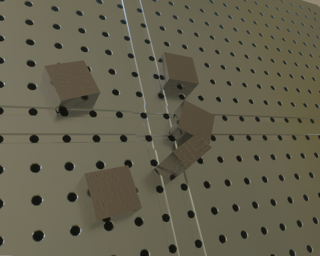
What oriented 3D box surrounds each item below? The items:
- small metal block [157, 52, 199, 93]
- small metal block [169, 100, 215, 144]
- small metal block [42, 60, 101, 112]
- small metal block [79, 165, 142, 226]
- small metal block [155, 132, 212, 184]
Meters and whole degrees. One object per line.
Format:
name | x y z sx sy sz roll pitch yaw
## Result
small metal block | 0.027 -0.084 0.474 0.050 0.025 0.050 4 60 -26
small metal block | 0.046 -0.003 0.434 0.050 0.025 0.050 26 53 -12
small metal block | -0.109 -0.052 0.381 0.050 0.025 0.050 -18 72 -35
small metal block | -0.054 0.072 0.335 0.050 0.025 0.050 -7 66 -31
small metal block | 0.029 0.037 0.384 0.050 0.050 0.025 -34 81 -38
